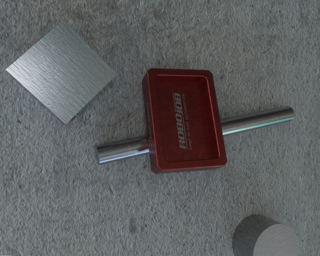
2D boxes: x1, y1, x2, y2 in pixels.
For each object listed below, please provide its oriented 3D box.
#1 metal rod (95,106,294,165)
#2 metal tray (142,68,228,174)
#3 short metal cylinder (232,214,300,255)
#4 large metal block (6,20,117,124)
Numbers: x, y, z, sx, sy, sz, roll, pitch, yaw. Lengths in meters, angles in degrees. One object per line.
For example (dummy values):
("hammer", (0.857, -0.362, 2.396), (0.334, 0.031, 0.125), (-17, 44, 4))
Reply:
("metal rod", (0.062, 0.006, 0.433), (0.303, 0.025, 0.025), (-11, 94, -20))
("metal tray", (0.030, -0.010, 0.396), (0.091, 0.030, 0.129), (-2, 74, -18))
("short metal cylinder", (0.155, 0.174, 0.455), (0.081, 0.050, 0.079), (0, 90, -21))
("large metal block", (-0.111, -0.060, 0.355), (0.080, 0.050, 0.080), (46, 76, -15))
